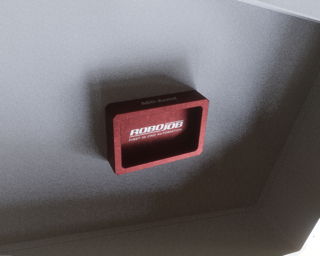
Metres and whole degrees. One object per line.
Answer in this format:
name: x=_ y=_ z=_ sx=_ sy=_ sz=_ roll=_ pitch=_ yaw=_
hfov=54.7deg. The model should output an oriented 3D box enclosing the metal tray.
metal tray: x=-0.003 y=0.004 z=0.408 sx=0.131 sy=0.030 sz=0.089 roll=-12 pitch=124 yaw=-23
